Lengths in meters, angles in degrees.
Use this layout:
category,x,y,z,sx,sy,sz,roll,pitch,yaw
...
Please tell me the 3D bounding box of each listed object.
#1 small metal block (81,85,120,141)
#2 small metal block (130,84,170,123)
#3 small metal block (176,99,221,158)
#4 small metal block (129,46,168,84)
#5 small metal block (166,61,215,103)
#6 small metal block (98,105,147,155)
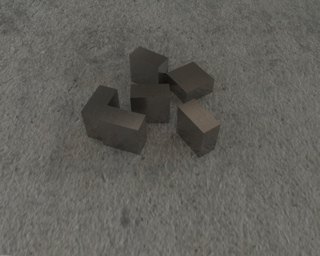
category,x,y,z,sx,sy,sz,roll,pitch,yaw
small metal block,-0.075,-0.019,0.402,0.025,0.050,0.050,15,52,12
small metal block,-0.013,-0.032,0.414,0.050,0.050,0.025,-1,50,-2
small metal block,0.046,0.001,0.387,0.025,0.050,0.050,-27,55,-21
small metal block,-0.016,-0.086,0.459,0.050,0.050,0.025,27,55,20
small metal block,0.044,-0.067,0.460,0.050,0.025,0.050,-27,55,-21
small metal block,-0.045,0.003,0.384,0.050,0.050,0.025,15,52,11
